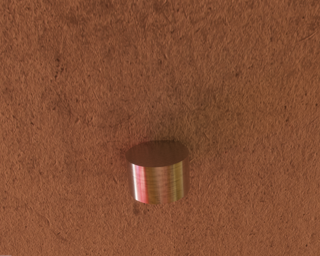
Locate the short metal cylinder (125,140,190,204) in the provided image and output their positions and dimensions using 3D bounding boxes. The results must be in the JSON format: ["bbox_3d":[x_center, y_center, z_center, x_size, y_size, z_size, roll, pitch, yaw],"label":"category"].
[{"bbox_3d":[-0.002,0.054,0.400,0.080,0.080,0.050,-3,110,1],"label":"short metal cylinder"}]
